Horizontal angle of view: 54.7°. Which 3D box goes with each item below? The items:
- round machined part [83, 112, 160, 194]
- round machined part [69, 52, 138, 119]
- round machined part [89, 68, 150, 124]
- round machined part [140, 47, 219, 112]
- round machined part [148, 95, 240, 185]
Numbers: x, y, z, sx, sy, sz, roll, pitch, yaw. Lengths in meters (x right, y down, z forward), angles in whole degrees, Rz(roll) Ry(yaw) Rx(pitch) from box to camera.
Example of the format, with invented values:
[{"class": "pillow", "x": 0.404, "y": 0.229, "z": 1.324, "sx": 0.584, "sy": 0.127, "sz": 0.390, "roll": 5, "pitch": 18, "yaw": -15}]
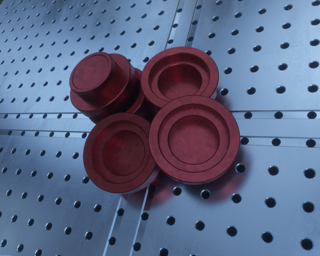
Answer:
[{"class": "round machined part", "x": -0.042, "y": 0.033, "z": 0.386, "sx": 0.098, "sy": 0.042, "sz": 0.098, "roll": -4, "pitch": 75, "yaw": 16}, {"class": "round machined part", "x": -0.084, "y": -0.065, "z": 0.425, "sx": 0.098, "sy": 0.042, "sz": 0.098, "roll": -13, "pitch": 56, "yaw": 20}, {"class": "round machined part", "x": -0.052, "y": -0.036, "z": 0.445, "sx": 0.098, "sy": 0.042, "sz": 0.098, "roll": -13, "pitch": 56, "yaw": 20}, {"class": "round machined part", "x": 0.027, "y": -0.055, "z": 0.404, "sx": 0.099, "sy": 0.042, "sz": 0.098, "roll": -4, "pitch": 63, "yaw": 8}, {"class": "round machined part", "x": 0.038, "y": 0.015, "z": 0.352, "sx": 0.099, "sy": 0.042, "sz": 0.098, "roll": -2, "pitch": 74, "yaw": 6}]
